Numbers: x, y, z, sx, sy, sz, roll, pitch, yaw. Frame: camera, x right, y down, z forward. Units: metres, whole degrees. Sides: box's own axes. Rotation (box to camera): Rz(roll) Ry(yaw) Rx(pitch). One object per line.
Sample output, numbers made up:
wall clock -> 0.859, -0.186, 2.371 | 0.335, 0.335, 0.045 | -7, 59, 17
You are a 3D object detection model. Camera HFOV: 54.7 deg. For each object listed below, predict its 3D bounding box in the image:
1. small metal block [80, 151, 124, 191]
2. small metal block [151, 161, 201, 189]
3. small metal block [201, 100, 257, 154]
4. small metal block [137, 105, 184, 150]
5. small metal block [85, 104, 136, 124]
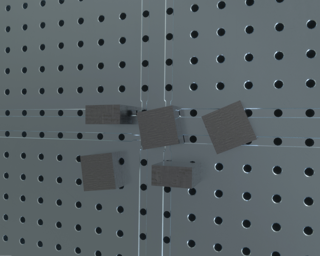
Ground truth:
small metal block -> -0.082, 0.061, 0.440 | 0.050, 0.025, 0.050 | -8, 88, 19
small metal block -> 0.022, 0.058, 0.391 | 0.050, 0.050, 0.025 | 1, 91, 19
small metal block -> 0.086, 0.000, 0.382 | 0.050, 0.025, 0.050 | -24, 82, 18
small metal block -> 0.001, 0.000, 0.412 | 0.050, 0.025, 0.050 | -11, 87, 19
small metal block -> -0.066, -0.017, 0.421 | 0.050, 0.050, 0.025 | 0, 90, 19
